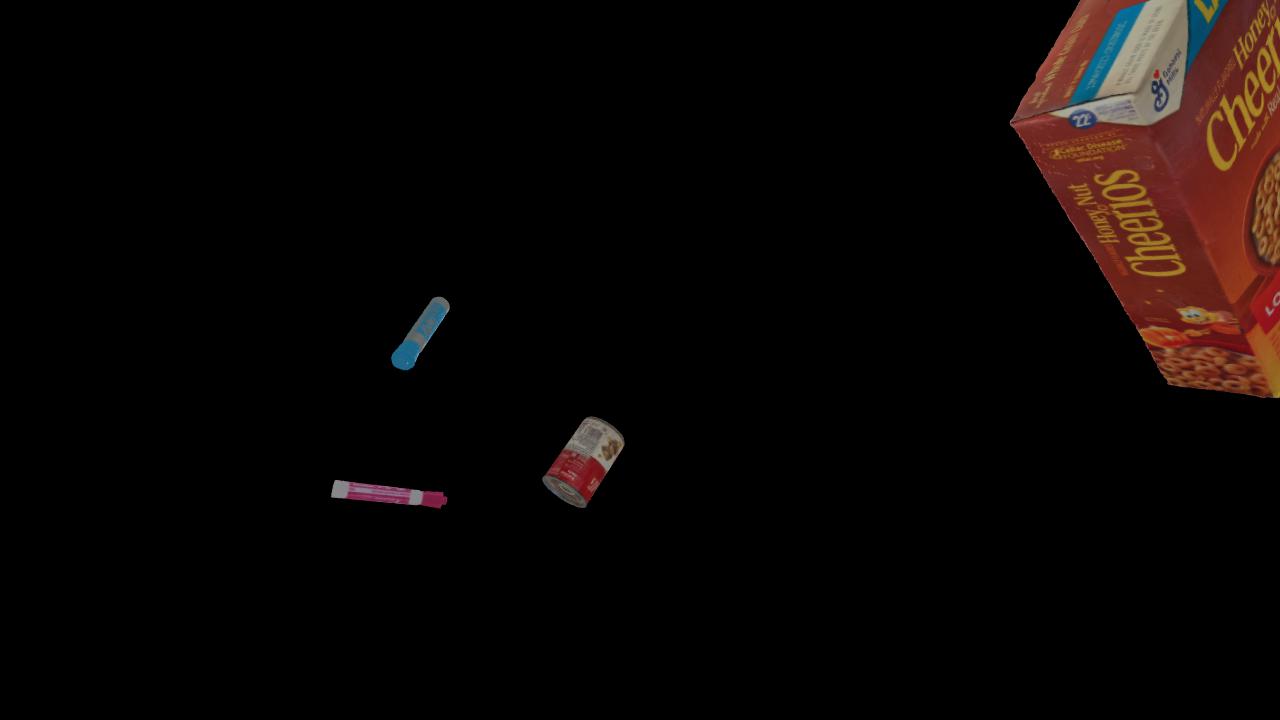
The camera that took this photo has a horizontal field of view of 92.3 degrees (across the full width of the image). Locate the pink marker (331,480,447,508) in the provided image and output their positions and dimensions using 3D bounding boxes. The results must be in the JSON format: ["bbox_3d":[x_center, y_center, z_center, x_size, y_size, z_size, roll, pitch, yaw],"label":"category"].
[{"bbox_3d":[-0.277,0.151,0.686,0.121,0.020,0.020,13,-6,-26],"label":"pink marker"}]

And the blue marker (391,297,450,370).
[{"bbox_3d":[-0.192,-0.025,0.542,0.020,0.020,0.121,0,28,-1],"label":"blue marker"}]

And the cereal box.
[{"bbox_3d":[0.398,-0.140,0.428,0.306,0.203,0.081,39,-12,-26],"label":"cereal box"}]

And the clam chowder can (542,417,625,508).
[{"bbox_3d":[-0.073,0.133,0.812,0.068,0.102,0.068,25,-31,16],"label":"clam chowder can"}]
